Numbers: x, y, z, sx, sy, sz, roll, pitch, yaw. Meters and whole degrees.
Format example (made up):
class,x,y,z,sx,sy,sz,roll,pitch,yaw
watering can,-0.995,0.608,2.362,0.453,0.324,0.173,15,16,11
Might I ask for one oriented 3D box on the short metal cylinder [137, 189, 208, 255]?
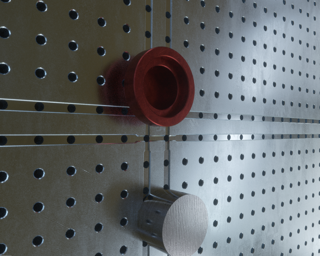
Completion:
class,x,y,z,sx,sy,sz,roll,pitch,yaw
short metal cylinder,0.018,0.123,0.408,0.081,0.050,0.080,0,90,-40

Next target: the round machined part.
class,x,y,z,sx,sy,sz,roll,pitch,yaw
round machined part,-0.005,-0.050,0.394,0.099,0.042,0.097,0,90,-40
